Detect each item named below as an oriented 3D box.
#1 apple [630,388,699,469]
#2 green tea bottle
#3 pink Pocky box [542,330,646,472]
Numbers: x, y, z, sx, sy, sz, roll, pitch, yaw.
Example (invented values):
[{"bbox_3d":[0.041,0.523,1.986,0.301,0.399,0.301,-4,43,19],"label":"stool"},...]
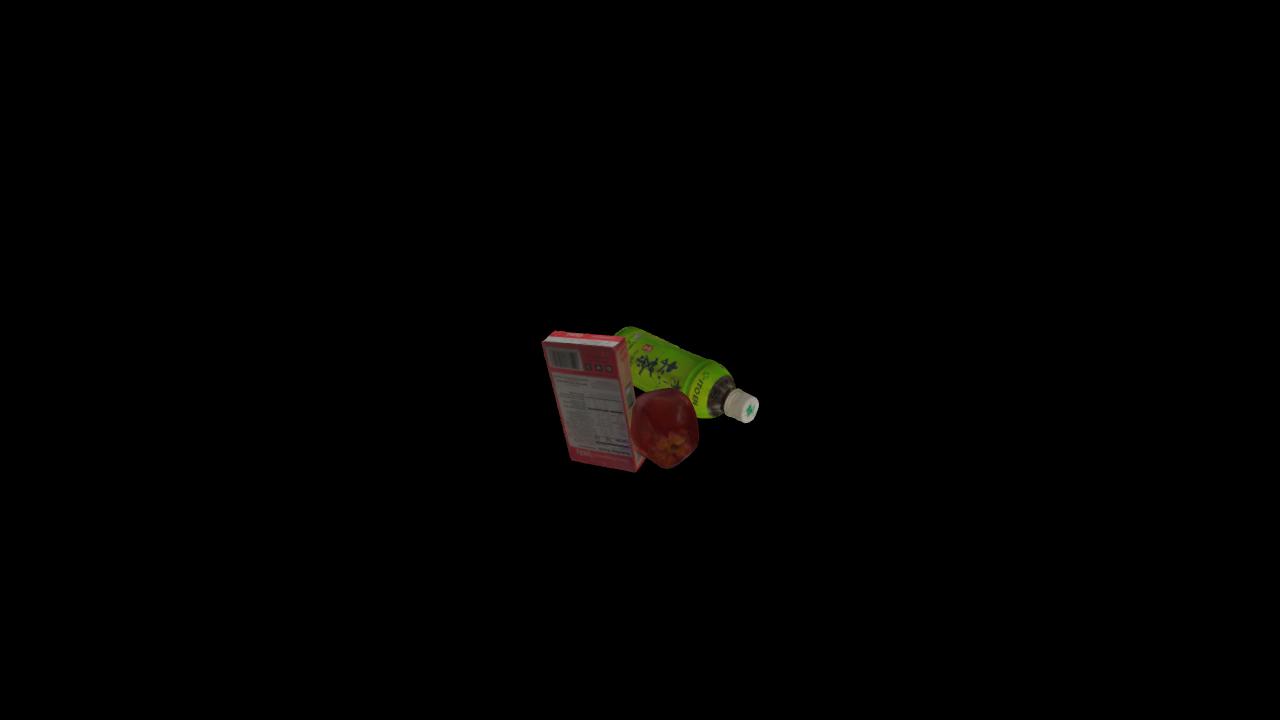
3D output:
[{"bbox_3d":[0.025,0.069,0.637,0.079,0.079,0.093,0,18,-7],"label":"apple"},{"bbox_3d":[0.049,0.021,0.729,0.212,0.073,0.073,26,17,40],"label":"green tea bottle"},{"bbox_3d":[-0.046,0.045,0.641,0.084,0.155,0.029,6,32,25],"label":"pink Pocky box"}]
